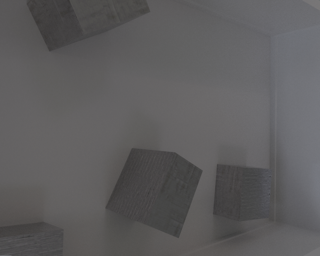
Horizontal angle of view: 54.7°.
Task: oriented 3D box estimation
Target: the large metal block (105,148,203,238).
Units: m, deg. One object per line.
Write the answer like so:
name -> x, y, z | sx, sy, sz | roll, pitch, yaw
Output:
large metal block -> -0.008, 0.073, 0.364 | 0.050, 0.080, 0.080 | 36, 68, -35

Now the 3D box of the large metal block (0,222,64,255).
large metal block -> -0.135, 0.132, 0.272 | 0.081, 0.050, 0.080 | 6, 80, -40

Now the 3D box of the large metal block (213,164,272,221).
large metal block -> 0.135, 0.103, 0.504 | 0.081, 0.050, 0.080 | 9, 84, -40

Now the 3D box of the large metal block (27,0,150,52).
large metal block -> -0.072, -0.120, 0.310 | 0.081, 0.080, 0.050 | -34, 111, -35
